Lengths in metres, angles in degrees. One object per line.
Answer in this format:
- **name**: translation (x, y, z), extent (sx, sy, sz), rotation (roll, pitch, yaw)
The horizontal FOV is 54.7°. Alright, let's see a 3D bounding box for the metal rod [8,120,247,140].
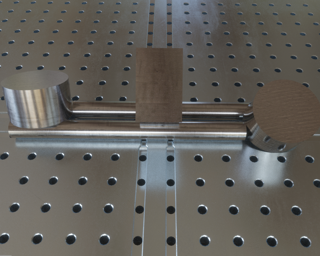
- **metal rod**: translation (-0.041, 0.002, 0.404), extent (0.302, 0.025, 0.025), rotation (1, 50, 0)

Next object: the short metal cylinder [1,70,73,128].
- **short metal cylinder**: translation (-0.158, -0.040, 0.405), extent (0.081, 0.050, 0.080), rotation (0, 27, 0)

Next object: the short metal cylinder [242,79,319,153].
- **short metal cylinder**: translation (0.149, -0.013, 0.386), extent (0.081, 0.050, 0.080), rotation (0, 72, 0)

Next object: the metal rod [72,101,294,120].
- **metal rod**: translation (0.033, -0.024, 0.427), extent (0.302, 0.025, 0.025), rotation (1, 50, 0)

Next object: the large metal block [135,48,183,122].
- **large metal block**: translation (0.000, -0.048, 0.373), extent (0.050, 0.080, 0.079), rotation (1, 92, 0)
